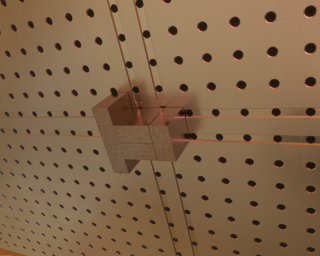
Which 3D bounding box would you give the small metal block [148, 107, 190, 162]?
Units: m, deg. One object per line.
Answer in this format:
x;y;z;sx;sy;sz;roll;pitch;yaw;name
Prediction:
0.013;0.007;0.390;0.025;0.050;0.050;0;118;28;small metal block

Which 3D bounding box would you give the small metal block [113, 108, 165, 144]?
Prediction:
-0.023;-0.004;0.403;0.050;0.050;0.025;0;118;28;small metal block

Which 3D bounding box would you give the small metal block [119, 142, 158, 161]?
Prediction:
-0.018;0.018;0.413;0.050;0.050;0.025;0;118;28;small metal block

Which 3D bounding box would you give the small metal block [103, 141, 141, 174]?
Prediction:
-0.048;0.029;0.436;0.025;0.050;0.050;0;118;28;small metal block

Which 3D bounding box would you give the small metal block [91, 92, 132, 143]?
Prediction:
-0.060;-0.015;0.415;0.025;0.050;0.050;0;118;28;small metal block
